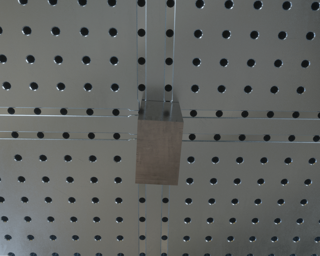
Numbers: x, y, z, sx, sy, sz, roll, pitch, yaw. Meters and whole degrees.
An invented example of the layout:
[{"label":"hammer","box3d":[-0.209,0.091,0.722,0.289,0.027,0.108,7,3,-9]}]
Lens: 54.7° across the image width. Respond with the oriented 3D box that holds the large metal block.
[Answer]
[{"label":"large metal block","box3d":[-0.002,0.016,0.389,0.050,0.080,0.079,3,110,-2]}]
